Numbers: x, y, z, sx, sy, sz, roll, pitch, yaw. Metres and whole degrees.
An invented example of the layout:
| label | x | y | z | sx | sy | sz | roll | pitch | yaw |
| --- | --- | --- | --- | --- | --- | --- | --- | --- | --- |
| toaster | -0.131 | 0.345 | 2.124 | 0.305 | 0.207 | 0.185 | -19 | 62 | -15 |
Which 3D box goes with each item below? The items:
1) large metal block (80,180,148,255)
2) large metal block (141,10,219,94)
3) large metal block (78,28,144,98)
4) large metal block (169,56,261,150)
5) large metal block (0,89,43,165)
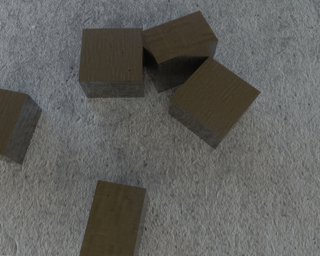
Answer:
| label | x | y | z | sx | sy | sz | roll | pitch | yaw |
| --- | --- | --- | --- | --- | --- | --- | --- | --- | --- |
| large metal block | -0.046 | 0.107 | 0.339 | 0.050 | 0.080 | 0.080 | 10 | 70 | 3 |
| large metal block | 0.024 | -0.099 | 0.415 | 0.080 | 0.080 | 0.050 | -23 | 72 | -8 |
| large metal block | -0.063 | -0.088 | 0.427 | 0.081 | 0.050 | 0.080 | -1 | 70 | 0 |
| large metal block | 0.069 | -0.032 | 0.407 | 0.080 | 0.050 | 0.080 | 39 | 74 | 12 |
| large metal block | -0.211 | -0.005 | 0.395 | 0.080 | 0.050 | 0.080 | 11 | 70 | 4 |
